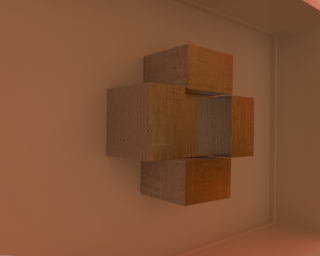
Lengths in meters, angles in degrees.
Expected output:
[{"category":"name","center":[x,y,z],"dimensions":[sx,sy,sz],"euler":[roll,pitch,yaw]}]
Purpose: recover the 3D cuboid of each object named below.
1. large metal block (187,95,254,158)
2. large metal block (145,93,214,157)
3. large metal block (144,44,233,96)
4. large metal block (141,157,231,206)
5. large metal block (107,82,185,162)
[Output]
[{"category":"large metal block","center":[0.084,-0.002,0.440],"dimensions":[0.050,0.080,0.080],"euler":[1,90,-40]},{"category":"large metal block","center":[0.025,-0.003,0.408],"dimensions":[0.081,0.050,0.080],"euler":[1,90,-40]},{"category":"large metal block","center":[0.036,-0.068,0.398],"dimensions":[0.081,0.080,0.050],"euler":[1,90,-40]},{"category":"large metal block","center":[0.033,0.062,0.396],"dimensions":[0.081,0.080,0.050],"euler":[2,89,-40]},{"category":"large metal block","center":[-0.018,-0.006,0.354],"dimensions":[0.050,0.080,0.080],"euler":[1,90,-40]}]
